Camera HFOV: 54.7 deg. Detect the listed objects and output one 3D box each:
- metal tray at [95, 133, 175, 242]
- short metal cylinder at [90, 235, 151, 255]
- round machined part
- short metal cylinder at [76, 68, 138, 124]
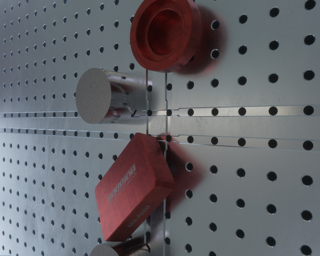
[{"bbox_3d":[-0.040,0.081,0.421,0.129,0.030,0.090,-52,40,27],"label":"metal tray"},{"bbox_3d":[-0.056,0.198,0.439,0.080,0.050,0.079,0,90,40],"label":"short metal cylinder"},{"bbox_3d":[0.012,-0.118,0.389,0.098,0.042,0.097,0,90,40],"label":"round machined part"},{"bbox_3d":[-0.080,-0.046,0.459,0.080,0.050,0.079,0,90,40],"label":"short metal cylinder"}]
